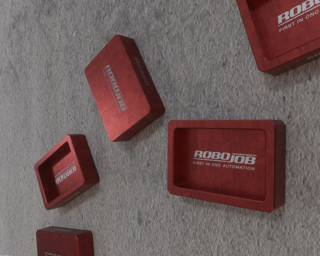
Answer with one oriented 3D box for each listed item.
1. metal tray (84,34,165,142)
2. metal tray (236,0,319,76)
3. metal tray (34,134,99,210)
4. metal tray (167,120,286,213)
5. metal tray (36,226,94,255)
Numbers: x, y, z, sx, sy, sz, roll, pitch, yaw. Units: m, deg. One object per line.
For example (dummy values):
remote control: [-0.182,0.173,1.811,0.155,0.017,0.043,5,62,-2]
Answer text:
metal tray: [-0.055,-0.056,0.447,0.090,0.030,0.130,-36,68,34]
metal tray: [0.144,-0.114,0.282,0.130,0.030,0.090,-22,76,37]
metal tray: [-0.166,0.078,0.538,0.130,0.030,0.090,-35,68,34]
metal tray: [0.068,0.036,0.345,0.130,0.030,0.089,1,91,40]
metal tray: [-0.166,0.224,0.539,0.130,0.030,0.089,-10,84,39]
